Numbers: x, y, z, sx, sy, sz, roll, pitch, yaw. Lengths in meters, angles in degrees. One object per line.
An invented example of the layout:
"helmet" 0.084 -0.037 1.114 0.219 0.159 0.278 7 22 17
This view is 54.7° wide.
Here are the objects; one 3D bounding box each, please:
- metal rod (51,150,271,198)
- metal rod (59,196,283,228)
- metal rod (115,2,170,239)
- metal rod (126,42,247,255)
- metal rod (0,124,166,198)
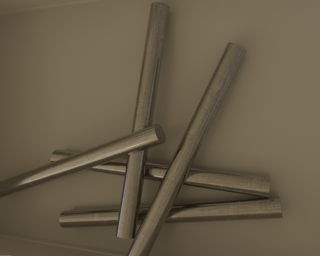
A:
"metal rod" -0.013 0.057 0.412 0.301 0.025 0.025 5 92 19
"metal rod" 0.000 0.113 0.408 0.301 0.025 0.025 -9 87 19
"metal rod" -0.021 -0.013 0.397 0.025 0.025 0.298 7 86 19
"metal rod" 0.029 0.037 0.377 0.025 0.025 0.299 26 90 18
"metal rod" -0.129 0.053 0.426 0.300 0.025 0.025 -20 84 24
